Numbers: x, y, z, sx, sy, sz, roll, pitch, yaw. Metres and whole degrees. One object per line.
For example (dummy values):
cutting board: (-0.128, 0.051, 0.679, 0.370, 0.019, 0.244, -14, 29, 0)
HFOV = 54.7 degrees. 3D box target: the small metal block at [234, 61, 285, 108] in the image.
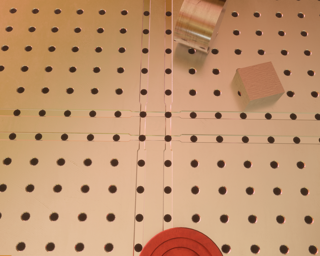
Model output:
small metal block: (0.138, -0.061, 0.436, 0.050, 0.025, 0.050, -14, 71, -6)

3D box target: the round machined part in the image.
round machined part: (0.023, 0.162, 0.344, 0.099, 0.042, 0.098, 0, 70, -1)

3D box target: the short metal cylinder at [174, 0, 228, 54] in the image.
short metal cylinder: (0.058, -0.152, 0.439, 0.050, 0.080, 0.080, 22, 72, 7)
